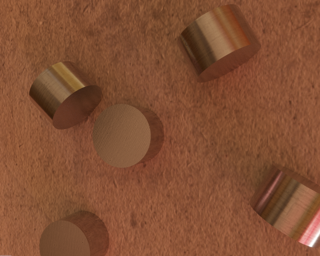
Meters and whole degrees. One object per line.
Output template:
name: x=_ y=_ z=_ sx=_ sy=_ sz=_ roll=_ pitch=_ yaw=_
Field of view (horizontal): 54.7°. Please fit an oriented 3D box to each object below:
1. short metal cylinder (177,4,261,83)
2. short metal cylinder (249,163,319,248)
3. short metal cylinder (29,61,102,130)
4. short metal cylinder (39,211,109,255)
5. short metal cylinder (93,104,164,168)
short metal cylinder: x=0.067 y=-0.094 z=0.356 sx=0.080 sy=0.080 sz=0.050 roll=-29 pitch=81 yaw=17
short metal cylinder: x=0.144 y=0.079 z=0.329 sx=0.080 sy=0.080 sz=0.050 roll=30 pitch=100 yaw=17
short metal cylinder: x=-0.127 y=-0.044 z=0.423 sx=0.050 sy=0.080 sz=0.080 roll=45 pitch=104 yaw=14
short metal cylinder: x=-0.120 y=0.163 z=0.436 sx=0.080 sy=0.050 sz=0.079 roll=0 pitch=90 yaw=19
short metal cylinder: x=-0.041 y=0.010 z=0.409 sx=0.080 sy=0.050 sz=0.079 roll=0 pitch=90 yaw=19
